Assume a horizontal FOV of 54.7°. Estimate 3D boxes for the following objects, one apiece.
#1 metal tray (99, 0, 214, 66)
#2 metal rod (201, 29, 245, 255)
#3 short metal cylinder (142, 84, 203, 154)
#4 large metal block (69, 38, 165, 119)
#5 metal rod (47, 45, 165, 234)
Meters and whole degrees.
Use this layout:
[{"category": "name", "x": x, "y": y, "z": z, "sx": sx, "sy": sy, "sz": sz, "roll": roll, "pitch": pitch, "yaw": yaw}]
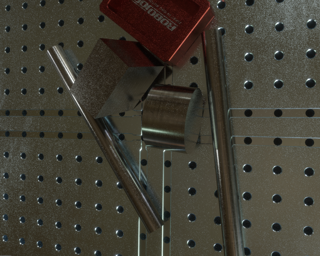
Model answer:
[{"category": "metal tray", "x": -0.006, "y": -0.156, "z": 0.411, "sx": 0.130, "sy": 0.030, "sz": 0.090, "roll": 41, "pitch": 103, "yaw": 15}, {"category": "metal rod", "x": 0.079, "y": 0.028, "z": 0.384, "sx": 0.025, "sy": 0.025, "sz": 0.298, "roll": -6, "pitch": 88, "yaw": 19}, {"category": "short metal cylinder", "x": 0.017, "y": -0.012, "z": 0.377, "sx": 0.050, "sy": 0.080, "sz": 0.079, "roll": 9, "pitch": 93, "yaw": 19}, {"category": "large metal block", "x": -0.053, "y": -0.063, "z": 0.392, "sx": 0.050, "sy": 0.080, "sz": 0.080, "roll": 46, "pitch": 119, "yaw": 14}, {"category": "metal rod", "x": -0.081, "y": 0.009, "z": 0.439, "sx": 0.025, "sy": 0.025, "sz": 0.299, "roll": -35, "pitch": 79, "yaw": 16}]
